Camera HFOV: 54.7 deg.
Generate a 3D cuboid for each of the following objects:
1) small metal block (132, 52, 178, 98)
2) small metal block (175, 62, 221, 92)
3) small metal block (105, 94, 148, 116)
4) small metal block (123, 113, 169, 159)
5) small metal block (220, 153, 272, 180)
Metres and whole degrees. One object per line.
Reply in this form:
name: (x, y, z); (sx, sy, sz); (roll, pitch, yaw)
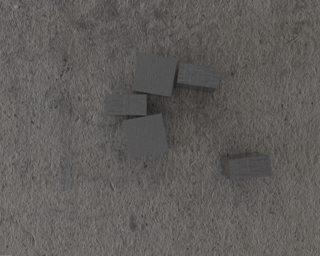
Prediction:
small metal block: (-0.006, -0.069, 0.410); (0.050, 0.025, 0.050); (10, 90, 0)
small metal block: (0.047, -0.063, 0.398); (0.050, 0.050, 0.025); (8, 90, 0)
small metal block: (-0.041, -0.028, 0.397); (0.050, 0.050, 0.025); (0, 90, 0)
small metal block: (-0.018, 0.010, 0.409); (0.050, 0.025, 0.050); (-11, 91, 0)
small metal block: (0.109, 0.048, 0.398); (0.050, 0.050, 0.025); (-6, 90, 0)
